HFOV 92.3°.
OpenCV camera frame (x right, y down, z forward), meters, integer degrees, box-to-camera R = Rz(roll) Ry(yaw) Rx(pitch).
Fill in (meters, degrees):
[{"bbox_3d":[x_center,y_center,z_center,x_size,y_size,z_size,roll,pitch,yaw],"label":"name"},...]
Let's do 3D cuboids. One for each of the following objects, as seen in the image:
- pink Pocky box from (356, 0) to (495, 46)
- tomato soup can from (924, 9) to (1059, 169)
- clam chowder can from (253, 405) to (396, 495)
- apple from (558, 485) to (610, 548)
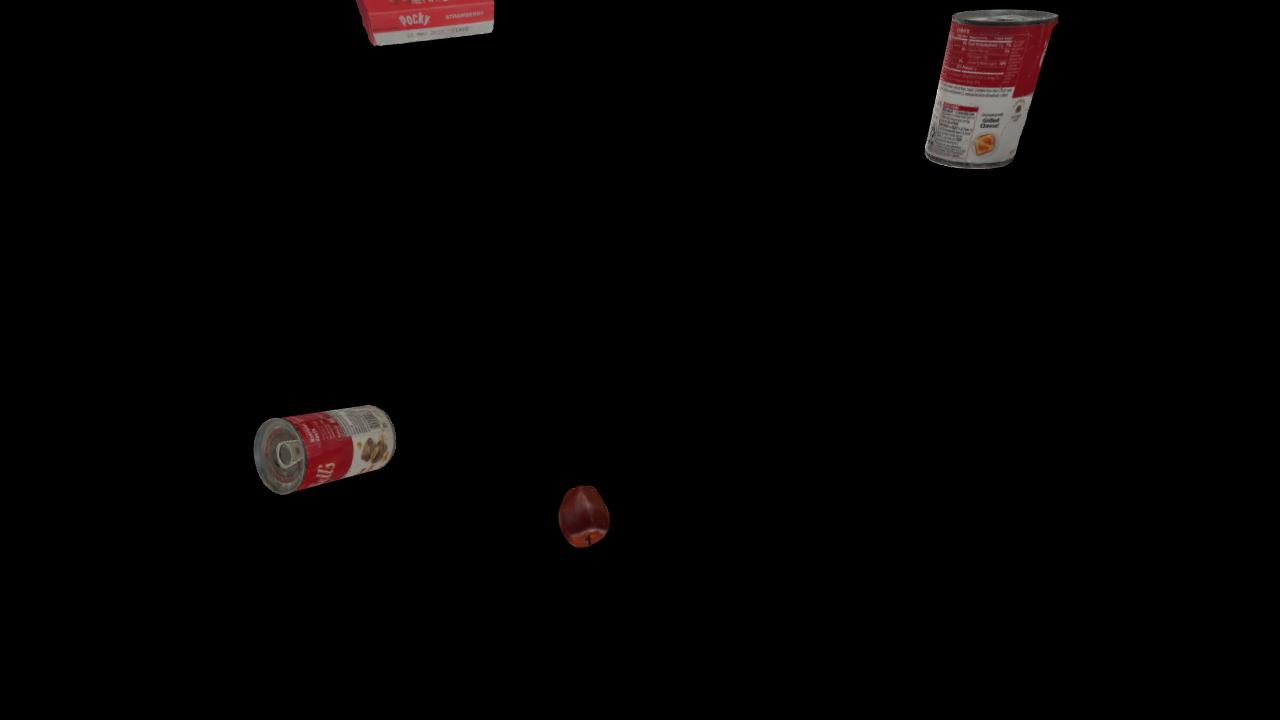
[{"bbox_3d":[-0.165,-0.292,0.424,0.084,0.155,0.029,-18,-12,-20],"label":"pink Pocky box"},{"bbox_3d":[0.260,-0.204,0.465,0.068,0.101,0.068,-2,34,1],"label":"tomato soup can"},{"bbox_3d":[-0.291,0.080,0.577,0.068,0.068,0.102,0,4,25],"label":"clam chowder can"},{"bbox_3d":[-0.086,0.240,0.937,0.079,0.093,0.079,-11,-38,-9],"label":"apple"}]
